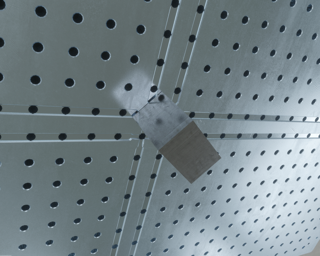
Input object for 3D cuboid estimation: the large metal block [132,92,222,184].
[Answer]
[{"bbox_3d":[0.021,0.012,0.393,0.050,0.080,0.080,-41,130,0],"label":"large metal block"}]
